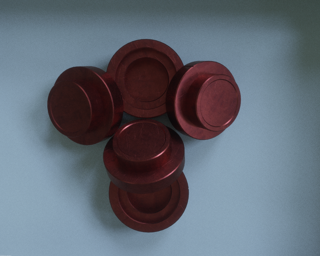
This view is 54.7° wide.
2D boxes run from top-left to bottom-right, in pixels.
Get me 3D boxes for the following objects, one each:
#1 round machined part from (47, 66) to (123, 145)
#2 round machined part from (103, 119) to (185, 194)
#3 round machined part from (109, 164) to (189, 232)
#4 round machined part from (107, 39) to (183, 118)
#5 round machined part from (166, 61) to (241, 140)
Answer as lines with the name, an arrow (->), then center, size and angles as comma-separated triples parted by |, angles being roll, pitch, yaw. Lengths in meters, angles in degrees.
round machined part -> -0.098, -0.026, 0.379 | 0.098, 0.042, 0.097 | 6, 104, 26
round machined part -> -0.020, 0.026, 0.372 | 0.099, 0.098, 0.042 | -6, 134, 0
round machined part -> -0.013, 0.080, 0.401 | 0.099, 0.042, 0.097 | 0, 90, 0
round machined part -> -0.017, -0.061, 0.400 | 0.099, 0.042, 0.097 | 0, 90, 0
round machined part -> 0.060, -0.033, 0.379 | 0.099, 0.042, 0.097 | -7, 104, -29
